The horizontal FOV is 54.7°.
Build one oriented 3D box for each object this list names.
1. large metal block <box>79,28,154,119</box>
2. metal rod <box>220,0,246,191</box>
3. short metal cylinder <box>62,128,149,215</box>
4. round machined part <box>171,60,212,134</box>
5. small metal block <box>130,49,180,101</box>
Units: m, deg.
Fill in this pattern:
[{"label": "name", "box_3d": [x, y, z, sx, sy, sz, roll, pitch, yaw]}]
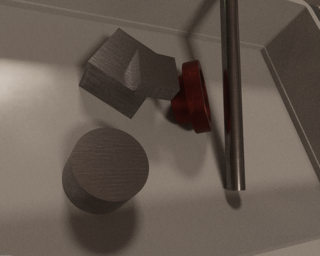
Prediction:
[{"label": "large metal block", "box_3d": [-0.046, -0.072, 0.410, 0.080, 0.050, 0.080, 33, 51, -7]}, {"label": "metal rod", "box_3d": [0.100, -0.066, 0.430, 0.025, 0.025, 0.298, 2, 83, -28]}, {"label": "short metal cylinder", "box_3d": [-0.059, 0.046, 0.331, 0.081, 0.050, 0.080, 14, 56, -21]}, {"label": "round machined part", "box_3d": [0.041, -0.040, 0.420, 0.042, 0.098, 0.098, -10, 59, 13]}, {"label": "small metal block", "box_3d": [-0.007, -0.064, 0.379, 0.050, 0.025, 0.050, 7, 59, -25]}]
